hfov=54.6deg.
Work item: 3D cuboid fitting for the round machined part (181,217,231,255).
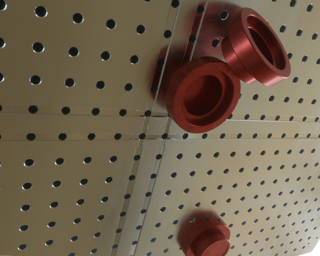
[{"bbox_3d":[0.093,0.220,0.586,0.099,0.042,0.097,-14,124,-21],"label":"round machined part"}]

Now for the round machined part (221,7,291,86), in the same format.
[{"bbox_3d":[0.113,-0.093,0.380,0.099,0.098,0.042,20,143,-36],"label":"round machined part"}]

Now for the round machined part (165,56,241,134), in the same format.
[{"bbox_3d":[0.051,-0.045,0.399,0.099,0.042,0.097,-14,124,-21],"label":"round machined part"}]
